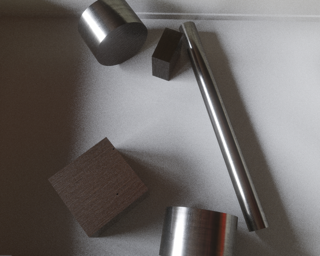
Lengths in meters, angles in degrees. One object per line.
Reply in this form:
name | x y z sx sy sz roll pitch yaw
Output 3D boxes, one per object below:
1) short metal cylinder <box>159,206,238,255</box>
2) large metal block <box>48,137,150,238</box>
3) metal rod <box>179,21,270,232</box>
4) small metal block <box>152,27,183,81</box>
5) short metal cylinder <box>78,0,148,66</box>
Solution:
short metal cylinder | 0.042 0.118 0.338 0.080 0.080 0.050 8 70 2
large metal block | -0.069 0.071 0.369 0.080 0.050 0.080 -37 75 -13
metal rod | 0.079 -0.016 0.416 0.025 0.025 0.299 -14 71 -5
small metal block | 0.010 -0.102 0.434 0.025 0.050 0.050 21 71 7
short metal cylinder | -0.065 -0.132 0.428 0.080 0.080 0.050 -32 73 -11
